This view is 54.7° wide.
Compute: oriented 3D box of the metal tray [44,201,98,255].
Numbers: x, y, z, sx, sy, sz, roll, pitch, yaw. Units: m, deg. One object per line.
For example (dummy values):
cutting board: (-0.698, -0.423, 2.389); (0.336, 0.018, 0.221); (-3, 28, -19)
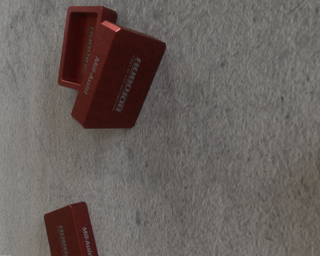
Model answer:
metal tray: (-0.148, 0.199, 0.521); (0.090, 0.030, 0.129); (-27, 74, 36)

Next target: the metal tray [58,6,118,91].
metal tray: (-0.118, -0.125, 0.496); (0.090, 0.030, 0.129); (17, 101, 38)

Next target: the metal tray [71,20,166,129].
metal tray: (-0.053, -0.062, 0.403); (0.030, 0.091, 0.129); (36, 112, 34)
